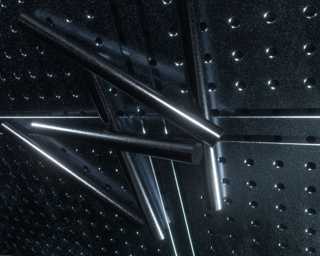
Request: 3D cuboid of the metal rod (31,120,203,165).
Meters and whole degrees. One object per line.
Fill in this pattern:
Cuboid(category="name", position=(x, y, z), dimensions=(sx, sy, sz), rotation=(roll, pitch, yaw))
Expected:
Cuboid(category="metal rod", position=(-0.081, 0.014, 0.426), dimensions=(0.300, 0.025, 0.025), rotation=(7, 122, 35))

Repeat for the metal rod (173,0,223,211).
Cuboid(category="metal rod", position=(0.049, -0.023, 0.370), dimensions=(0.025, 0.025, 0.298), rotation=(2, 120, 27))

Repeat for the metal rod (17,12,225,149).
Cuboid(category="metal rod", position=(-0.058, -0.066, 0.380), dimensions=(0.301, 0.025, 0.025), rotation=(32, 129, 14))

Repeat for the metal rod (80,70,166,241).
Cuboid(category="metal rod", position=(-0.048, 0.051, 0.466), dimensions=(0.025, 0.025, 0.298), rotation=(-6, 116, 30))

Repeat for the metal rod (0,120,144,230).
Cuboid(category="metal rod", position=(-0.152, 0.080, 0.538), dimensions=(0.301, 0.025, 0.025), rotation=(34, 129, 5))
